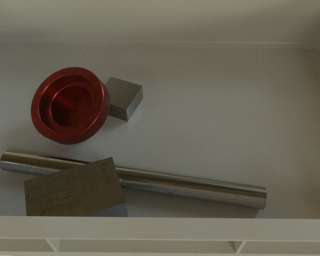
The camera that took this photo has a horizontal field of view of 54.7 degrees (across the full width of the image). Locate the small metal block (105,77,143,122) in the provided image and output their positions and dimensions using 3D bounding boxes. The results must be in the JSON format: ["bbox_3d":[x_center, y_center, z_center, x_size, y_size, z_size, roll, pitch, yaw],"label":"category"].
[{"bbox_3d":[-0.058,-0.042,0.439,0.050,0.025,0.050,18,52,14],"label":"small metal block"}]

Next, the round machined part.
[{"bbox_3d":[-0.110,-0.025,0.398,0.098,0.042,0.098,-4,71,13],"label":"round machined part"}]

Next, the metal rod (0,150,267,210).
[{"bbox_3d":[-0.035,0.058,0.355,0.302,0.025,0.025,7,51,5],"label":"metal rod"}]

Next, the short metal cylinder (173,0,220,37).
[{"bbox_3d":[0.066,-0.213,0.571,0.081,0.050,0.080,0,50,0],"label":"short metal cylinder"}]

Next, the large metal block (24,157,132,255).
[{"bbox_3d":[-0.075,0.081,0.301,0.081,0.080,0.050,-15,52,-13],"label":"large metal block"}]
